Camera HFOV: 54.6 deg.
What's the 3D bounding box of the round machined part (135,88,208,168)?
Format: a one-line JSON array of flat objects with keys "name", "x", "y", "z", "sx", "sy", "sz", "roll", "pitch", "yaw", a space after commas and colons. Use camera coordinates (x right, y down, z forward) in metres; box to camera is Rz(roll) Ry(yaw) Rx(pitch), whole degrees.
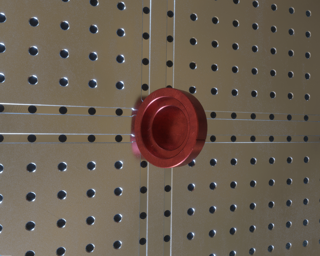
[{"name": "round machined part", "x": 0.018, "y": 0.001, "z": 0.390, "sx": 0.042, "sy": 0.098, "sz": 0.097, "roll": 4, "pitch": 88, "yaw": -51}]
